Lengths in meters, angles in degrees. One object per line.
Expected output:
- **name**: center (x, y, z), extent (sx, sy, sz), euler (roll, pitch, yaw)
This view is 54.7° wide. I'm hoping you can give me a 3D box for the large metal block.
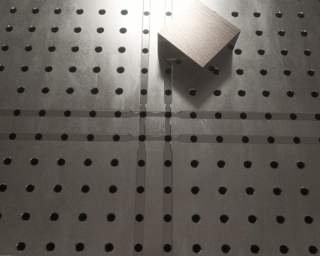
- **large metal block**: center (0.053, -0.123, 0.444), extent (0.080, 0.050, 0.080), euler (41, 75, 13)
